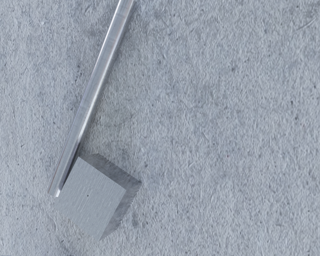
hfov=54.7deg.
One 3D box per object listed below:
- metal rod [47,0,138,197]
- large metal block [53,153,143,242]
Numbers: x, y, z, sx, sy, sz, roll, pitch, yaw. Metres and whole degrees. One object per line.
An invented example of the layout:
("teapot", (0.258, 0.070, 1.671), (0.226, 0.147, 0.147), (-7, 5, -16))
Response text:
("metal rod", (-0.100, -0.039, 0.444), (0.025, 0.025, 0.298), (25, 98, 18))
("large metal block", (-0.085, 0.092, 0.426), (0.080, 0.050, 0.080), (31, 100, 17))
